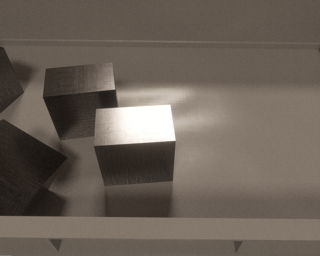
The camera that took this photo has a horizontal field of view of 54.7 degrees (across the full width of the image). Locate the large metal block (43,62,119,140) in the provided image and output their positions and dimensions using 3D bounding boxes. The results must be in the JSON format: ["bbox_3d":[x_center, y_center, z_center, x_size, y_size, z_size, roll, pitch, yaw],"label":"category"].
[{"bbox_3d":[-0.095,-0.033,0.396,0.081,0.080,0.050,-7,51,-6],"label":"large metal block"}]

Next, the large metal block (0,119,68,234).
[{"bbox_3d":[-0.153,0.044,0.310,0.080,0.050,0.080,33,18,-6],"label":"large metal block"}]

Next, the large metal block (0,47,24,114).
[{"bbox_3d":[-0.243,-0.060,0.416,0.050,0.080,0.080,21,53,16],"label":"large metal block"}]

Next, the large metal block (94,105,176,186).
[{"bbox_3d":[-0.027,0.021,0.351,0.081,0.080,0.050,-4,50,-4],"label":"large metal block"}]
